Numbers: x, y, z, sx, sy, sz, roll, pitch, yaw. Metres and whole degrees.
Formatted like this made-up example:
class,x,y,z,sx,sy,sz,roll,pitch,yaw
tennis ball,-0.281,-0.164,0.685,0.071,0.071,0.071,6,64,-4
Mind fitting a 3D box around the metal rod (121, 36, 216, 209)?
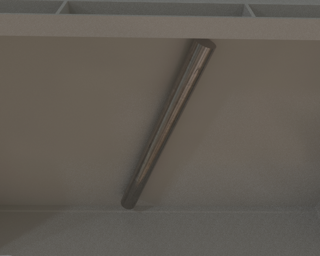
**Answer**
class,x,y,z,sx,sy,sz,roll,pitch,yaw
metal rod,-0.002,0.016,0.419,0.025,0.025,0.298,15,129,-13
